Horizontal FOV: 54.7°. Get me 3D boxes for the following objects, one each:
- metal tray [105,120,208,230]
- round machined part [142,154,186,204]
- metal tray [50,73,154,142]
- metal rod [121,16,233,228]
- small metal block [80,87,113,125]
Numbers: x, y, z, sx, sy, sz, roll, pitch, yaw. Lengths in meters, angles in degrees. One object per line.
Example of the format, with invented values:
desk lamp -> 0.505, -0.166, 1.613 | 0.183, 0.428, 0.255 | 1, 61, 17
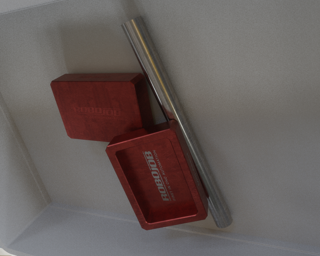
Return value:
metal tray -> -0.001, 0.063, 0.392 | 0.090, 0.030, 0.129 | -16, 109, 16
round machined part -> -0.005, 0.086, 0.452 | 0.098, 0.042, 0.097 | 13, 124, 20
metal tray -> -0.077, -0.027, 0.418 | 0.130, 0.030, 0.089 | 4, 121, 25
metal rod -> 0.029, 0.006, 0.395 | 0.025, 0.025, 0.299 | -14, 112, 33
small metal block -> -0.078, -0.033, 0.428 | 0.050, 0.025, 0.050 | -15, 111, 34
